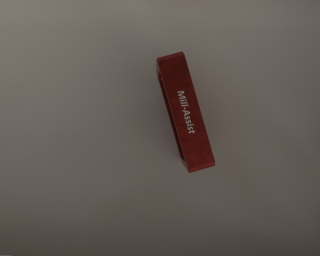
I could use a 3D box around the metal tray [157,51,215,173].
[{"bbox_3d":[0.028,-0.017,0.376,0.030,0.090,0.129,-16,90,-1],"label":"metal tray"}]
